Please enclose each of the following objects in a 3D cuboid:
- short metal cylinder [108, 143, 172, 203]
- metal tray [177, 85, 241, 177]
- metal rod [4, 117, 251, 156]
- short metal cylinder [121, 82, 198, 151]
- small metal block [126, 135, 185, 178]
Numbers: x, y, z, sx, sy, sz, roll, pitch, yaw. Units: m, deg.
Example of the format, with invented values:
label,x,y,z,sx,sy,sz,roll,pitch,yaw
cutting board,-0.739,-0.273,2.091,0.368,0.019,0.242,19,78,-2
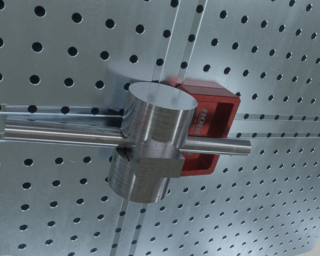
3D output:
label,x,y,z,sx,sy,sz,roll,pitch,yaw
short metal cylinder,-0.022,0.050,0.394,0.081,0.080,0.050,1,118,-29
metal tray,0.052,0.008,0.441,0.091,0.030,0.129,1,118,-29
metal rod,-0.021,0.014,0.378,0.302,0.025,0.025,5,116,-21
short metal cylinder,-0.002,-0.016,0.363,0.081,0.080,0.050,1,118,-29
small metal block,-0.006,0.031,0.349,0.050,0.050,0.025,5,116,-21
